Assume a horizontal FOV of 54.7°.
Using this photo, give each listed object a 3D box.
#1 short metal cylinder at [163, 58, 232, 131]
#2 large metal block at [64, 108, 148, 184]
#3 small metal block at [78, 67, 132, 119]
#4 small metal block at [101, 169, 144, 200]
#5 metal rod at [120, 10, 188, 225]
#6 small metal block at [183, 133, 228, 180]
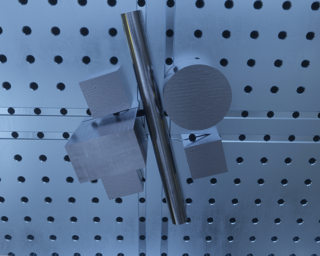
[{"bbox_3d":[0.044,-0.043,0.384,0.081,0.050,0.079,0,110,-1],"label":"short metal cylinder"},{"bbox_3d":[-0.062,0.019,0.389,0.080,0.080,0.050,-14,110,5],"label":"large metal block"},{"bbox_3d":[-0.068,-0.044,0.396,0.050,0.025,0.050,-16,110,5],"label":"small metal block"},{"bbox_3d":[-0.054,0.068,0.438,0.050,0.025,0.050,-15,110,5],"label":"small metal block"},{"bbox_3d":[-0.003,0.001,0.413,0.025,0.025,0.298,-12,110,4],"label":"metal rod"},{"bbox_3d":[0.063,0.039,0.428,0.050,0.025,0.050,-14,110,4],"label":"small metal block"}]
